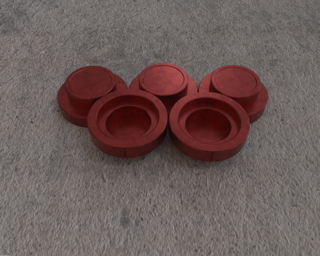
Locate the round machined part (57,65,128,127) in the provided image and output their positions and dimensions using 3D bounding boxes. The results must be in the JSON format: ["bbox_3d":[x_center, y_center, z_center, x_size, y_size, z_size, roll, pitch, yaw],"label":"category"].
[{"bbox_3d":[-0.094,-0.051,0.435,0.099,0.042,0.098,0,50,0],"label":"round machined part"}]

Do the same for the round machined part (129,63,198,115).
[{"bbox_3d":[0.005,-0.055,0.440,0.099,0.042,0.098,0,50,0],"label":"round machined part"}]

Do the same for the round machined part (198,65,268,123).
[{"bbox_3d":[0.104,-0.052,0.439,0.099,0.042,0.098,0,50,0],"label":"round machined part"}]

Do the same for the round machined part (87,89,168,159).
[{"bbox_3d":[-0.039,-0.001,0.394,0.099,0.042,0.098,0,50,0],"label":"round machined part"}]

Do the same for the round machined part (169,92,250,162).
[{"bbox_3d":[0.060,0.003,0.392,0.099,0.042,0.098,0,50,0],"label":"round machined part"}]
